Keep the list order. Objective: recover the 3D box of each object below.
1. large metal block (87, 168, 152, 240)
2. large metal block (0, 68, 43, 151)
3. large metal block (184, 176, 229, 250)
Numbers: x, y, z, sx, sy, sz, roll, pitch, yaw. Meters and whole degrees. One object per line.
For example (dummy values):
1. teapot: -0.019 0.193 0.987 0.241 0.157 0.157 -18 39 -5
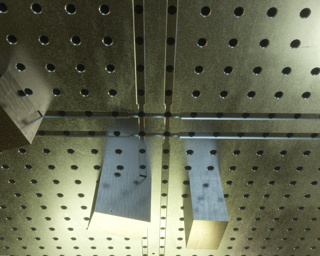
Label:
1. large metal block: -0.060 0.115 0.473 0.081 0.080 0.050 15 128 -13
2. large metal block: -0.207 -0.017 0.378 0.080 0.050 0.080 -13 129 10
3. large metal block: 0.069 0.135 0.492 0.050 0.080 0.079 3 130 -3
